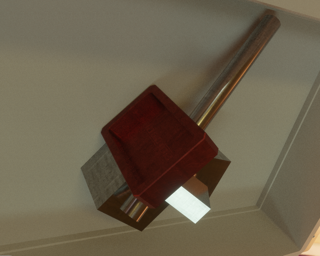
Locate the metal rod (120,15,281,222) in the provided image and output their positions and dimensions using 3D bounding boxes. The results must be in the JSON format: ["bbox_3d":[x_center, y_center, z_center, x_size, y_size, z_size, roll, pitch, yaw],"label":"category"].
[{"bbox_3d":[0.056,-0.022,0.367,0.300,0.025,0.025,-52,131,-13],"label":"metal rod"}]

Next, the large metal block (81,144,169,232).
[{"bbox_3d":[-0.045,0.074,0.395,0.050,0.080,0.080,-45,130,3],"label":"large metal block"}]

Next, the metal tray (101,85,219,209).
[{"bbox_3d":[-0.008,0.013,0.344,0.090,0.130,0.030,-41,129,1],"label":"metal tray"}]

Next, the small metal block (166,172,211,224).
[{"bbox_3d":[0.029,0.073,0.358,0.050,0.050,0.025,39,106,-8],"label":"small metal block"}]

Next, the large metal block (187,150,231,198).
[{"bbox_3d":[0.038,0.053,0.428,0.050,0.080,0.080,14,111,-35],"label":"large metal block"}]
